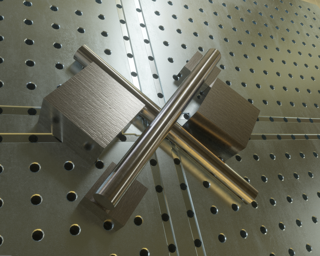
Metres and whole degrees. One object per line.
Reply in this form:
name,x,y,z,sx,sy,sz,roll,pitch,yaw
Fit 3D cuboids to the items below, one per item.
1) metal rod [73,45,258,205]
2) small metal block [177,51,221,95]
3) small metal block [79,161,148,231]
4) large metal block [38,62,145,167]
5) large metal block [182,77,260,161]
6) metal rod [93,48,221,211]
metal rod,0.009,-0.004,0.414,0.300,0.025,0.025,40,51,-1
small metal block,0.063,-0.088,0.496,0.050,0.025,0.050,39,51,-2
small metal block,-0.049,0.074,0.336,0.050,0.025,0.050,38,51,-3
large metal block,-0.078,-0.017,0.360,0.080,0.050,0.080,40,51,-1
large metal block,0.088,-0.012,0.447,0.080,0.050,0.080,37,51,-4
metal rod,0.015,-0.022,0.397,0.025,0.025,0.301,39,51,-2
